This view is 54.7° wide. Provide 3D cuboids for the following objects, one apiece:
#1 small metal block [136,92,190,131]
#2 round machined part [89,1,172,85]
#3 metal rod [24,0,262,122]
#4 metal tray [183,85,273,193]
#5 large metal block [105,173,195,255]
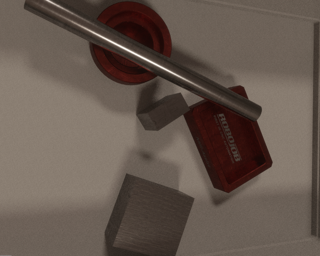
[{"bbox_3d":[0.003,-0.020,0.399,0.050,0.050,0.025,-33,101,-17],"label":"small metal block"},{"bbox_3d":[-0.039,-0.102,0.388,0.099,0.042,0.097,0,90,-21],"label":"round machined part"},{"bbox_3d":[-0.003,-0.076,0.365,0.302,0.025,0.025,24,82,-19],"label":"metal rod"},{"bbox_3d":[0.099,0.015,0.445,0.091,0.030,0.129,-26,99,-18],"label":"metal tray"},{"bbox_3d":[-0.014,0.111,0.393,0.080,0.050,0.080,22,83,-19],"label":"large metal block"}]
